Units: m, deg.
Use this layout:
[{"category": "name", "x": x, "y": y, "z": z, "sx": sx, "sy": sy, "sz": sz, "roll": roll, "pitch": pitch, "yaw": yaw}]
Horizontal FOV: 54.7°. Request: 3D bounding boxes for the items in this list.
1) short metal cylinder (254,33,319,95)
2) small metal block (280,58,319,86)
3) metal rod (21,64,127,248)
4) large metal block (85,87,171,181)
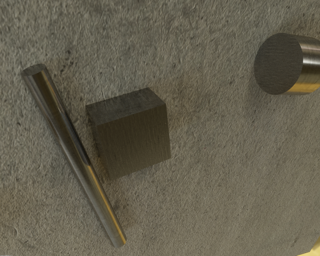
[{"category": "short metal cylinder", "x": 0.175, "y": -0.084, "z": 0.417, "sx": 0.050, "sy": 0.080, "sz": 0.079, "roll": -2, "pitch": 120, "yaw": -28}, {"category": "small metal block", "x": 0.219, "y": -0.084, "z": 0.462, "sx": 0.050, "sy": 0.050, "sz": 0.025, "roll": -2, "pitch": 120, "yaw": -28}, {"category": "metal rod", "x": -0.094, "y": 0.059, "z": 0.392, "sx": 0.025, "sy": 0.025, "sz": 0.298, "roll": -25, "pitch": 128, "yaw": -14}, {"category": "large metal block", "x": -0.036, "y": 0.006, "z": 0.376, "sx": 0.081, "sy": 0.050, "sz": 0.079, "roll": -19, "pitch": 126, "yaw": -18}]
